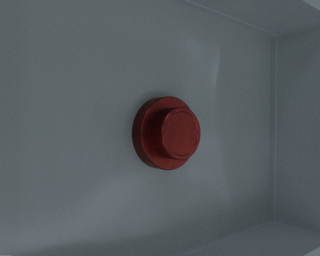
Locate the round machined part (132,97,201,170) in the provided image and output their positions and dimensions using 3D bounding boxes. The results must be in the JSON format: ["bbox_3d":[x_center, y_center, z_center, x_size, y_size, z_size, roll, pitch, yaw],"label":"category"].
[{"bbox_3d":[0.015,0.007,0.408,0.099,0.042,0.097,0,90,-40],"label":"round machined part"}]
